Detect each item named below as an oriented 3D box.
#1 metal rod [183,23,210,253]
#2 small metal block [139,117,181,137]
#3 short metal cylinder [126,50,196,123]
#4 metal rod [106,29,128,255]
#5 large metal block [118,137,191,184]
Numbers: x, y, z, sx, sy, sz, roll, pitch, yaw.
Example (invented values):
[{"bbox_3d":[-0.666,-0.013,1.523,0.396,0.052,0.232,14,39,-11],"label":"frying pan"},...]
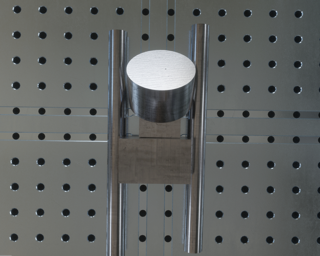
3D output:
[{"bbox_3d":[0.049,0.014,0.413,0.025,0.025,0.298,2,90,0],"label":"metal rod"},{"bbox_3d":[0.000,-0.001,0.401,0.050,0.050,0.025,1,90,-1],"label":"small metal block"},{"bbox_3d":[0.001,-0.052,0.379,0.081,0.050,0.080,1,46,-1],"label":"short metal cylinder"},{"bbox_3d":[-0.058,0.022,0.413,0.025,0.025,0.298,1,90,0],"label":"metal rod"},{"bbox_3d":[-0.006,0.037,0.383,0.081,0.080,0.050,1,90,0],"label":"large metal block"}]
